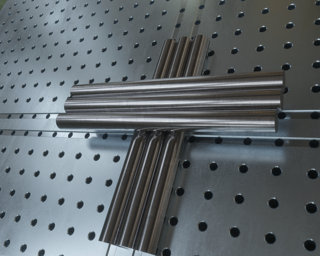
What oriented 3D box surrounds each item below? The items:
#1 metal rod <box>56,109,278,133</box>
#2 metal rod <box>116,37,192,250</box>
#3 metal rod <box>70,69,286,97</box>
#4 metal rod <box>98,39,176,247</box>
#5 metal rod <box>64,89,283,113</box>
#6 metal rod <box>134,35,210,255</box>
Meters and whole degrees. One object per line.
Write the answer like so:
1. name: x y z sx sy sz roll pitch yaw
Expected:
1. metal rod: -0.013 -0.009 0.389 0.300 0.025 0.025 1 62 28
2. metal rod: 0.001 0.002 0.407 0.025 0.025 0.300 2 62 29
3. metal rod: 0.003 -0.053 0.408 0.300 0.025 0.025 1 62 28
4. metal rod: -0.021 0.002 0.419 0.025 0.025 0.300 2 62 29
5. metal rod: -0.004 -0.031 0.398 0.300 0.025 0.025 1 62 28
6. metal rod: 0.023 0.003 0.395 0.025 0.025 0.300 2 62 29
